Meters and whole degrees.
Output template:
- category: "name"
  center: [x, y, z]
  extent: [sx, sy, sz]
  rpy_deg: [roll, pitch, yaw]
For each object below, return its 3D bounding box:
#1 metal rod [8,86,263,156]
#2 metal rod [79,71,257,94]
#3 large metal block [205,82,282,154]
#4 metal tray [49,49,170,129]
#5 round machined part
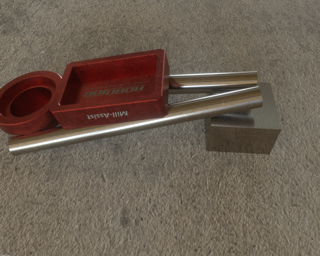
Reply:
- category: "metal rod"
  center: [-0.034, -0.007, 0.368]
  extent: [0.301, 0.025, 0.025]
  rpy_deg: [-11, 50, 6]
- category: "metal rod"
  center: [-0.029, -0.056, 0.409]
  extent: [0.301, 0.025, 0.025]
  rpy_deg: [0, 49, 16]
- category: "large metal block"
  center: [0.101, -0.015, 0.400]
  extent: [0.080, 0.050, 0.080]
  rpy_deg: [3, 50, 2]
- category: "metal tray"
  center: [-0.056, -0.048, 0.374]
  extent: [0.131, 0.030, 0.090]
  rpy_deg: [-6, 49, 11]
- category: "round machined part"
  center: [-0.165, -0.028, 0.408]
  extent: [0.098, 0.042, 0.098]
  rpy_deg: [-6, 49, 8]
